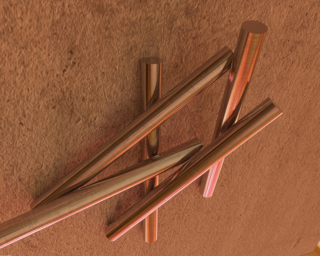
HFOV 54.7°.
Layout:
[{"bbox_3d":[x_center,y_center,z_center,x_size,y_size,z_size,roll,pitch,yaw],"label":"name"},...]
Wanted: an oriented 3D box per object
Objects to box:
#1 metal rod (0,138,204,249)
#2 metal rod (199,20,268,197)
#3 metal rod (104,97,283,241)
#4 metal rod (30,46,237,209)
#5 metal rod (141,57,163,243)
[{"bbox_3d":[-0.079,0.079,0.372,0.302,0.025,0.025,-22,127,-19],"label":"metal rod"},{"bbox_3d":[0.084,0.004,0.405,0.025,0.025,0.298,-18,141,-18],"label":"metal rod"},{"bbox_3d":[0.029,0.066,0.409,0.025,0.025,0.299,29,119,-38],"label":"metal rod"},{"bbox_3d":[-0.036,0.010,0.367,0.300,0.025,0.025,-38,130,8],"label":"metal rod"},{"bbox_3d":[-0.013,0.050,0.430,0.025,0.025,0.298,-12,124,-22],"label":"metal rod"}]
